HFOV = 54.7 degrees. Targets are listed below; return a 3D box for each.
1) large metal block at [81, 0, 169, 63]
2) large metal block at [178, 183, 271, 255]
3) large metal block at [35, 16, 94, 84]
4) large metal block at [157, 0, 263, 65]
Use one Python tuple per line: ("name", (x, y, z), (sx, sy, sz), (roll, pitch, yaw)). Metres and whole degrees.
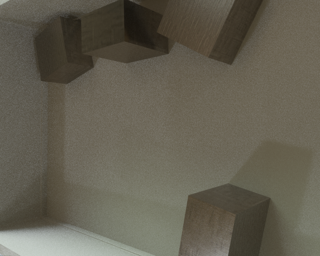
("large metal block", (-0.046, -0.123, 0.409), (0.080, 0.081, 0.050), (-2, 89, 40))
("large metal block", (0.066, 0.108, 0.317), (0.050, 0.081, 0.079), (15, 99, 39))
("large metal block", (-0.164, -0.128, 0.526), (0.080, 0.050, 0.080), (-20, 78, 38))
("large metal block", (0.054, -0.126, 0.346), (0.080, 0.050, 0.079), (37, 113, 34))
